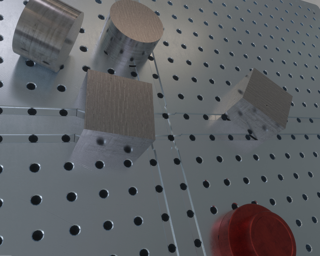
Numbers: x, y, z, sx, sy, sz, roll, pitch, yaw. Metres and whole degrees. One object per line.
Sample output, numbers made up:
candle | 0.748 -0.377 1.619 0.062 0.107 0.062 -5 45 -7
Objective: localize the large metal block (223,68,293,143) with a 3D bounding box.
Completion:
large metal block | 0.159 -0.037 0.500 0.080 0.050 0.080 35 51 -5

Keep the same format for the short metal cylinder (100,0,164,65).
short metal cylinder | -0.042 -0.139 0.454 0.081 0.050 0.080 14 56 -21

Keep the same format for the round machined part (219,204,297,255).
round machined part | 0.125 0.141 0.379 0.099 0.042 0.098 14 56 -21

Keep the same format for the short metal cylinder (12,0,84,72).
short metal cylinder | -0.132 -0.114 0.371 0.050 0.080 0.080 26 53 -13

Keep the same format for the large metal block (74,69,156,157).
large metal block | -0.054 -0.016 0.372 0.081 0.050 0.080 10 58 -23
